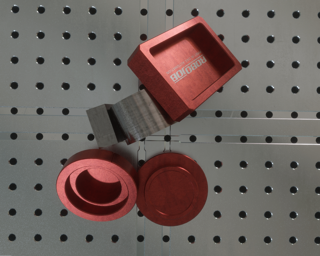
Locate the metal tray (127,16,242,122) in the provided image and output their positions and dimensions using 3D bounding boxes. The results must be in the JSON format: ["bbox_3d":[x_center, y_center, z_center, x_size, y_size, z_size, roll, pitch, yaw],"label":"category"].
[{"bbox_3d":[0.035,-0.076,0.373,0.090,0.030,0.131,50,50,0],"label":"metal tray"}]

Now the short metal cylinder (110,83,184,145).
[{"bbox_3d":[-0.015,-0.018,0.386,0.080,0.080,0.050,-25,91,0],"label":"short metal cylinder"}]

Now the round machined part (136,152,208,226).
[{"bbox_3d":[0.014,0.081,0.405,0.099,0.042,0.097,0,90,-1],"label":"round machined part"}]

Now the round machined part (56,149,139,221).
[{"bbox_3d":[-0.075,0.067,0.391,0.099,0.042,0.097,1,118,2],"label":"round machined part"}]

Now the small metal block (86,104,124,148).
[{"bbox_3d":[-0.067,-0.003,0.398,0.025,0.050,0.050,-19,90,9],"label":"small metal block"}]
